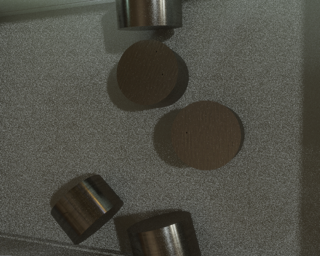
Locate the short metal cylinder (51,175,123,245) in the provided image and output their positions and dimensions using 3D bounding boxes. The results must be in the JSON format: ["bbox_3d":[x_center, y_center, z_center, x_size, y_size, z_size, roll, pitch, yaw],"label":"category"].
[{"bbox_3d":[-0.096,0.108,0.414,0.050,0.080,0.080,46,104,14],"label":"short metal cylinder"}]

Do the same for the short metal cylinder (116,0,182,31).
[{"bbox_3d":[-0.013,-0.148,0.380,0.080,0.080,0.050,2,105,19],"label":"short metal cylinder"}]

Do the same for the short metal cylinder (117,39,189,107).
[{"bbox_3d":[-0.008,-0.068,0.399,0.080,0.050,0.079,0,90,19],"label":"short metal cylinder"}]

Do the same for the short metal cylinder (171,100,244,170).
[{"bbox_3d":[0.059,0.008,0.376,0.080,0.050,0.079,0,90,19],"label":"short metal cylinder"}]

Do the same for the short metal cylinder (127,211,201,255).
[{"bbox_3d":[0.005,0.139,0.379,0.080,0.080,0.050,-16,85,19],"label":"short metal cylinder"}]
